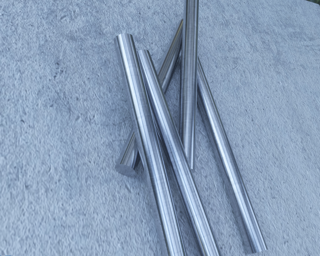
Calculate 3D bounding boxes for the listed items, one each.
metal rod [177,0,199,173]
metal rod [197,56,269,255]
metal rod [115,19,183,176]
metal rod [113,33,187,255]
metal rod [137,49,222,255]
[{"bbox_3d":[0.042,-0.080,0.454,0.025,0.025,0.299,15,62,-20],"label":"metal rod"},{"bbox_3d":[0.084,0.019,0.437,0.025,0.025,0.299,0,62,-29],"label":"metal rod"},{"bbox_3d":[0.001,-0.064,0.443,0.025,0.025,0.300,28,52,-11],"label":"metal rod"},{"bbox_3d":[-0.010,0.029,0.350,0.025,0.025,0.299,-5,73,-31],"label":"metal rod"},{"bbox_3d":[0.021,0.042,0.367,0.025,0.025,0.299,-10,73,-32],"label":"metal rod"}]
